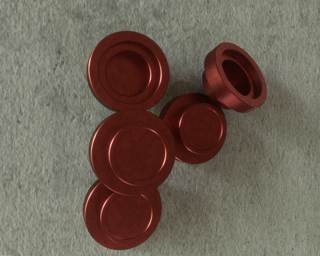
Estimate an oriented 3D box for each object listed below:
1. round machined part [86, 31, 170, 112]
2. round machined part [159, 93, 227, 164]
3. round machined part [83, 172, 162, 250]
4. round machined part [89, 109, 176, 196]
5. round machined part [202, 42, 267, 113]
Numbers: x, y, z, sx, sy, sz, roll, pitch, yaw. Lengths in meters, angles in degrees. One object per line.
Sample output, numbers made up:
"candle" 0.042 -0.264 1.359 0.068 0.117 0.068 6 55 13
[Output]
"round machined part" -0.041 -0.066 0.385 0.099 0.042 0.097 0 90 -21
"round machined part" 0.049 0.001 0.419 0.099 0.042 0.097 0 90 -20
"round machined part" -0.043 0.104 0.385 0.099 0.042 0.097 0 90 -21
"round machined part" -0.027 0.027 0.346 0.099 0.042 0.097 0 90 -20
"round machined part" 0.097 -0.064 0.423 0.099 0.042 0.098 19 56 -30
